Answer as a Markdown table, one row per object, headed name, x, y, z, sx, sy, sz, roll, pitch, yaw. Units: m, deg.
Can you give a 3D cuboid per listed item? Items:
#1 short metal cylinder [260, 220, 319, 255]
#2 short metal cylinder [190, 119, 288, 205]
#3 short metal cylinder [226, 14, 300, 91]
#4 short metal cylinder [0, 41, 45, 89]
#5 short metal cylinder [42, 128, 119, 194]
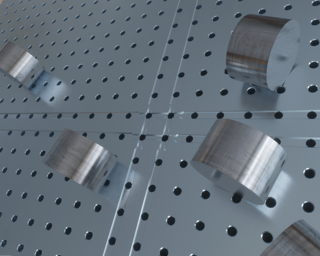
| name | x | y | z | sx | sy | sz | roll | pitch | yaw |
| --- | --- | --- | --- | --- | --- | --- | --- | --- | --- |
| short metal cylinder | 0.109 | 0.120 | 0.242 | 0.080 | 0.080 | 0.050 | -46 | 51 | -4 |
| short metal cylinder | 0.078 | 0.034 | 0.311 | 0.080 | 0.080 | 0.050 | 24 | 75 | 36 |
| short metal cylinder | 0.121 | -0.089 | 0.363 | 0.050 | 0.080 | 0.080 | 25 | 75 | 36 |
| short metal cylinder | -0.266 | -0.117 | 0.581 | 0.080 | 0.080 | 0.050 | 24 | 75 | 36 |
| short metal cylinder | -0.101 | 0.043 | 0.398 | 0.080 | 0.080 | 0.050 | 19 | 72 | 35 |
